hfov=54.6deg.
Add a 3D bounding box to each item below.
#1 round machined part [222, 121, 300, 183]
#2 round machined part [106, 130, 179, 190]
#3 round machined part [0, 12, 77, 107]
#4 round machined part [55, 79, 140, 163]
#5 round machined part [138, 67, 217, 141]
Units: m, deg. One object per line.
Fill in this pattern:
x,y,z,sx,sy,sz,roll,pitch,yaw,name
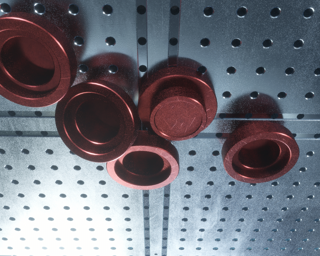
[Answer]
0.134,0.029,0.426,0.099,0.042,0.097,0,130,0,round machined part
-0.023,0.041,0.432,0.099,0.042,0.097,0,135,1,round machined part
-0.137,-0.074,0.331,0.098,0.042,0.097,2,125,4,round machined part
-0.072,-0.011,0.375,0.098,0.042,0.097,4,110,12,round machined part
0.021,-0.022,0.381,0.099,0.042,0.097,0,130,0,round machined part
